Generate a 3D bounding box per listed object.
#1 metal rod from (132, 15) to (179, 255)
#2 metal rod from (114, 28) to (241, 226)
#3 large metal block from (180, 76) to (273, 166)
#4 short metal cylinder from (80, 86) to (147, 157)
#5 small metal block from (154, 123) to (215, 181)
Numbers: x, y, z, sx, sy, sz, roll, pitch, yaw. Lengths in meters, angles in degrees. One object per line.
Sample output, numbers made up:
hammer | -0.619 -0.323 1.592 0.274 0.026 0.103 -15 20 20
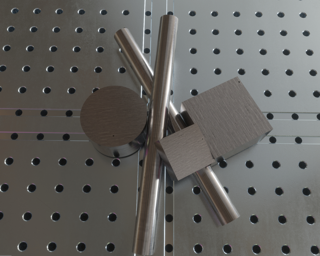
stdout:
metal rod | -0.004 -0.001 0.387 0.025 0.025 0.299 6 78 2
metal rod | 0.014 -0.014 0.413 0.025 0.025 0.299 -27 73 -9
large metal block | 0.081 -0.007 0.397 0.080 0.050 0.080 -26 72 -9
short metal cylinder | -0.056 -0.007 0.397 0.081 0.050 0.080 0 70 -1
small metal block | 0.028 0.028 0.364 0.050 0.025 0.050 -24 87 -17
